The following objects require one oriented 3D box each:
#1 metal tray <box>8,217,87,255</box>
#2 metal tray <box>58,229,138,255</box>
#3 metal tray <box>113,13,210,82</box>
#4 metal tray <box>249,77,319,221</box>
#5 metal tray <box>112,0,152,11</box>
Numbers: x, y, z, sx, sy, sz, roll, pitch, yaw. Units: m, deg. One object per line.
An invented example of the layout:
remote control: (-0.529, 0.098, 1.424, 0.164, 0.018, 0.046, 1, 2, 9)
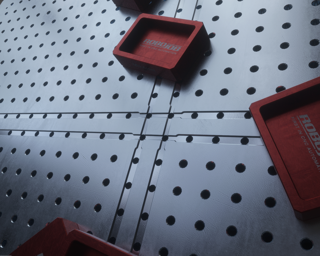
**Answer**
metal tray: (-0.123, 0.182, 0.356, 0.090, 0.030, 0.130, -38, 51, 2)
metal tray: (-0.075, 0.175, 0.296, 0.090, 0.030, 0.130, 10, 67, 32)
metal tray: (-0.001, -0.129, 0.483, 0.130, 0.030, 0.090, 23, 74, 36)
metal tray: (0.156, 0.016, 0.313, 0.090, 0.030, 0.130, -22, 54, 14)
metal tray: (-0.030, -0.289, 0.595, 0.090, 0.030, 0.130, 30, 78, 37)
